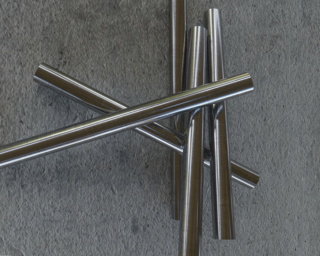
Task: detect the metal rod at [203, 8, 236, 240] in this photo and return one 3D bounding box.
[{"bbox_3d":[0.073,-0.018,0.392,0.025,0.025,0.299,7,71,-20],"label":"metal rod"}]

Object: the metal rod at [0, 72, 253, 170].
[{"bbox_3d":[-0.040,-0.009,0.352,0.302,0.025,0.025,-17,96,-4],"label":"metal rod"}]

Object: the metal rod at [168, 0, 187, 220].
[{"bbox_3d":[0.026,-0.028,0.418,0.025,0.025,0.298,-1,90,-20],"label":"metal rod"}]

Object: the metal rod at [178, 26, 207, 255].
[{"bbox_3d":[0.041,0.014,0.370,0.025,0.025,0.299,10,72,-20],"label":"metal rod"}]

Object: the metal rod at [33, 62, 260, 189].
[{"bbox_3d":[-0.008,0.002,0.385,0.301,0.025,0.025,27,81,-10],"label":"metal rod"}]
